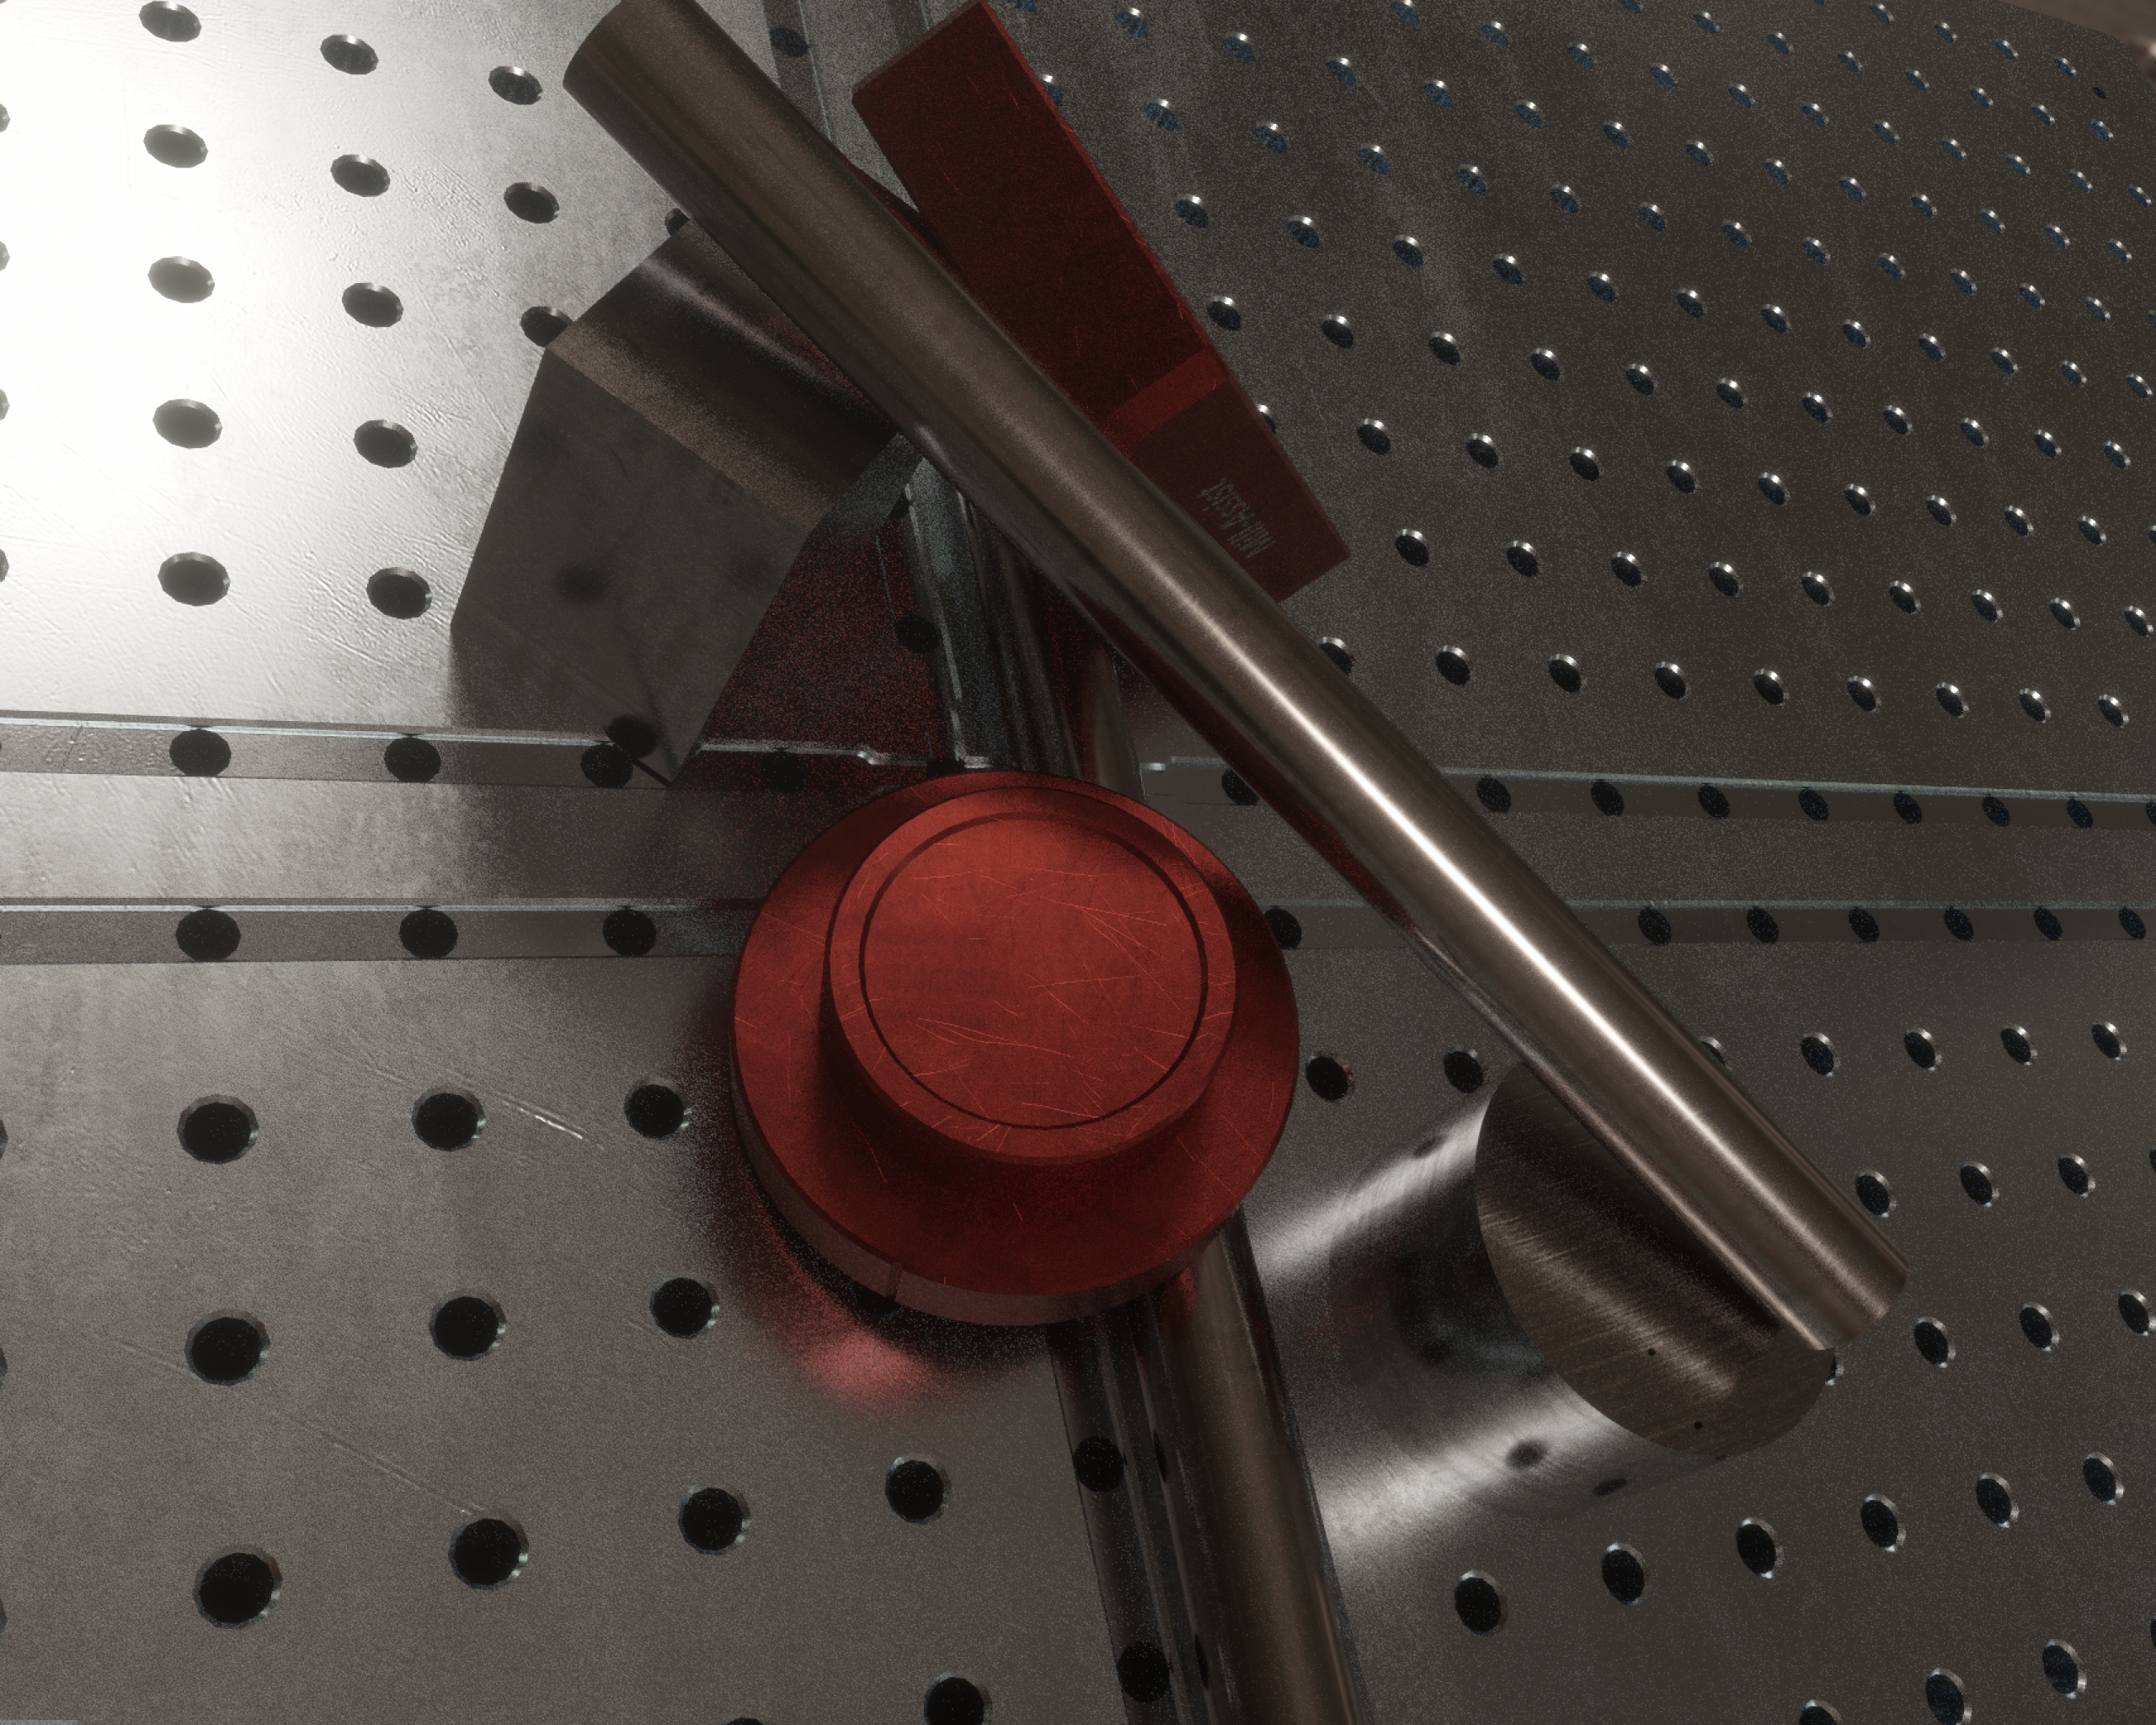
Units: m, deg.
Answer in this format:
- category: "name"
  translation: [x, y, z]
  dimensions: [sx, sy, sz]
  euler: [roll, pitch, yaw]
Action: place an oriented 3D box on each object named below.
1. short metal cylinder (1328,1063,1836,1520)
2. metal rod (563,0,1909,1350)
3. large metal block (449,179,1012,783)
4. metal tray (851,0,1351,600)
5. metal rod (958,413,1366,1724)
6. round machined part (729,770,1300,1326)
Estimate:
- category: "short metal cylinder"
  translation: [0.096, 0.079, 0.398]
  dimensions: [0.081, 0.050, 0.080]
  euler: [14, 56, -21]
- category: "metal rod"
  translation: [0.032, -0.027, 0.353]
  dimensions: [0.300, 0.025, 0.025]
  euler: [45, 50, -8]
- category: "large metal block"
  translation: [-0.064, -0.075, 0.386]
  dimensions: [0.050, 0.080, 0.080]
  euler: [36, 51, -5]
- category: "metal tray"
  translation: [0.010, -0.105, 0.426]
  dimensions: [0.090, 0.030, 0.130]
  euler: [60, 11, 15]
- category: "metal rod"
  translation: [0.006, 0.012, 0.406]
  dimensions: [0.025, 0.025, 0.299]
  euler: [2, 61, -28]
- category: "round machined part"
  translation: [-0.010, 0.026, 0.357]
  dimensions: [0.099, 0.042, 0.098]
  euler: [4, 62, -7]
